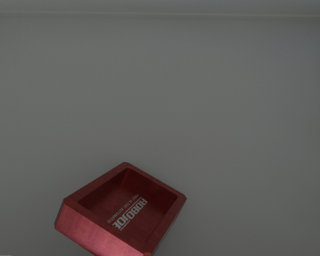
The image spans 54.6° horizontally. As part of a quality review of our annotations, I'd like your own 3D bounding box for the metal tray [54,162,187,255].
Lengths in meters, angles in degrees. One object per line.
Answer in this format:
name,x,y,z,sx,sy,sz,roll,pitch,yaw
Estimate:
metal tray,-0.032,0.085,0.323,0.090,0.130,0.030,28,107,13
